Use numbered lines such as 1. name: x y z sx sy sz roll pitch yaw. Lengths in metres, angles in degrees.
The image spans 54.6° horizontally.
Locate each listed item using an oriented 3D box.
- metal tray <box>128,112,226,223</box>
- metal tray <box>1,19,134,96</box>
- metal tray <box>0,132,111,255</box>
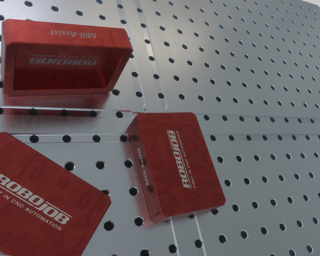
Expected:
1. metal tray: 0.019 0.044 0.388 0.091 0.030 0.130 -3 63 -29
2. metal tray: -0.107 -0.076 0.354 0.131 0.090 0.030 -6 65 -31
3. metal tray: -0.124 0.074 0.293 0.130 0.030 0.090 34 51 -6
